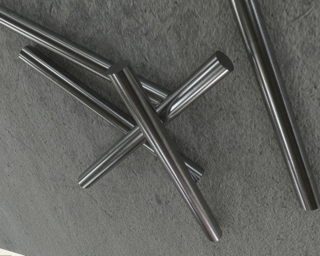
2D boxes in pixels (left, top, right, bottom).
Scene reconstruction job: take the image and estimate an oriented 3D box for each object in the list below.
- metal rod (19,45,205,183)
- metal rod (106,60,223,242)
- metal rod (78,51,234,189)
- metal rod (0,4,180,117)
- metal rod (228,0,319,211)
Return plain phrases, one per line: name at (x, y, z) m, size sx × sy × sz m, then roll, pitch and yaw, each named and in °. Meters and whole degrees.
metal rod at (-0.069, -0.020, 0.430) m, size 0.301 × 0.025 × 0.025 m, roll 35°, pitch 129°, yaw 4°
metal rod at (0.020, 0.050, 0.381) m, size 0.025 × 0.025 × 0.299 m, roll -6°, pitch 130°, yaw 31°
metal rod at (-0.027, 0.009, 0.393) m, size 0.025 × 0.025 × 0.299 m, roll 47°, pitch 129°, yaw -5°
metal rod at (-0.103, -0.094, 0.403) m, size 0.301 × 0.025 × 0.025 m, roll 28°, pitch 128°, yaw 10°
metal rod at (0.117, -0.038, 0.321) m, size 0.025 × 0.025 × 0.299 m, roll -13°, pitch 112°, yaw 33°
